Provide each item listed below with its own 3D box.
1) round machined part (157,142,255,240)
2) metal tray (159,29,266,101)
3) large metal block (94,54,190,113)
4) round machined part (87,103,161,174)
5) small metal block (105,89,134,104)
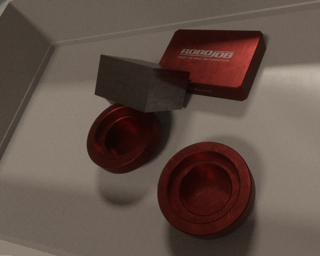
[{"bbox_3d":[0.050,0.067,0.327,0.098,0.042,0.098,-13,56,20],"label":"round machined part"},{"bbox_3d":[0.065,-0.090,0.422,0.130,0.030,0.090,13,68,33],"label":"metal tray"},{"bbox_3d":[-0.021,-0.057,0.390,0.080,0.081,0.050,21,107,31],"label":"large metal block"},{"bbox_3d":[-0.043,0.015,0.407,0.098,0.042,0.098,-13,56,20],"label":"round machined part"},{"bbox_3d":[-0.052,-0.060,0.468,0.050,0.025,0.050,14,69,33],"label":"small metal block"}]
